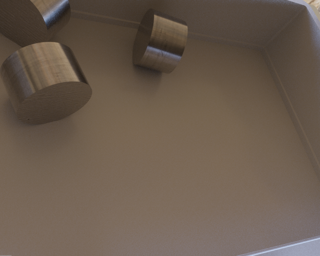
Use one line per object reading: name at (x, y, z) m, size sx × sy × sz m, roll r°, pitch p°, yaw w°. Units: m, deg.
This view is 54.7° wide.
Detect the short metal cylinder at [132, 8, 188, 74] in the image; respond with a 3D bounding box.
short metal cylinder at (-0.002, -0.124, 0.446) m, size 0.050 × 0.080 × 0.080 m, roll 13°, pitch 57°, yaw -22°

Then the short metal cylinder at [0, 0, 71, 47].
short metal cylinder at (-0.157, -0.144, 0.374) m, size 0.080 × 0.080 × 0.050 m, roll 32°, pitch 51°, yaw -8°

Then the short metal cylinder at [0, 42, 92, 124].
short metal cylinder at (-0.121, -0.046, 0.334) m, size 0.081 × 0.080 × 0.050 m, roll -18°, pitch 71°, yaw -35°
